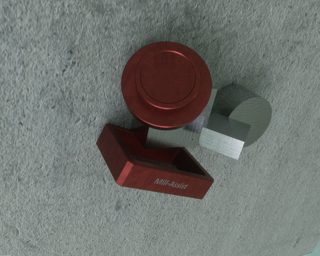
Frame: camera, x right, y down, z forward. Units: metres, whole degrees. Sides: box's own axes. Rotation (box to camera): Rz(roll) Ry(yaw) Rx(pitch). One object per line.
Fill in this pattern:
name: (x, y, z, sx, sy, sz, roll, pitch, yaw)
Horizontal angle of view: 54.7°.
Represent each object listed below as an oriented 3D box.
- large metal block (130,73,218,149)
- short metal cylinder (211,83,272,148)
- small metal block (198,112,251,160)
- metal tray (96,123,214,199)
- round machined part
large metal block: (0.015, -0.023, 0.388, 0.081, 0.050, 0.079, -2, 119, -28)
short metal cylinder: (0.110, -0.018, 0.443, 0.081, 0.050, 0.079, -14, 124, -21)
small metal block: (0.080, 0.008, 0.382, 0.050, 0.050, 0.025, -44, 151, -56)
metal tray: (-0.005, 0.042, 0.389, 0.131, 0.090, 0.030, 18, 109, -35)
round machined part: (0.007, -0.049, 0.334, 0.098, 0.098, 0.042, -32, 173, -8)
